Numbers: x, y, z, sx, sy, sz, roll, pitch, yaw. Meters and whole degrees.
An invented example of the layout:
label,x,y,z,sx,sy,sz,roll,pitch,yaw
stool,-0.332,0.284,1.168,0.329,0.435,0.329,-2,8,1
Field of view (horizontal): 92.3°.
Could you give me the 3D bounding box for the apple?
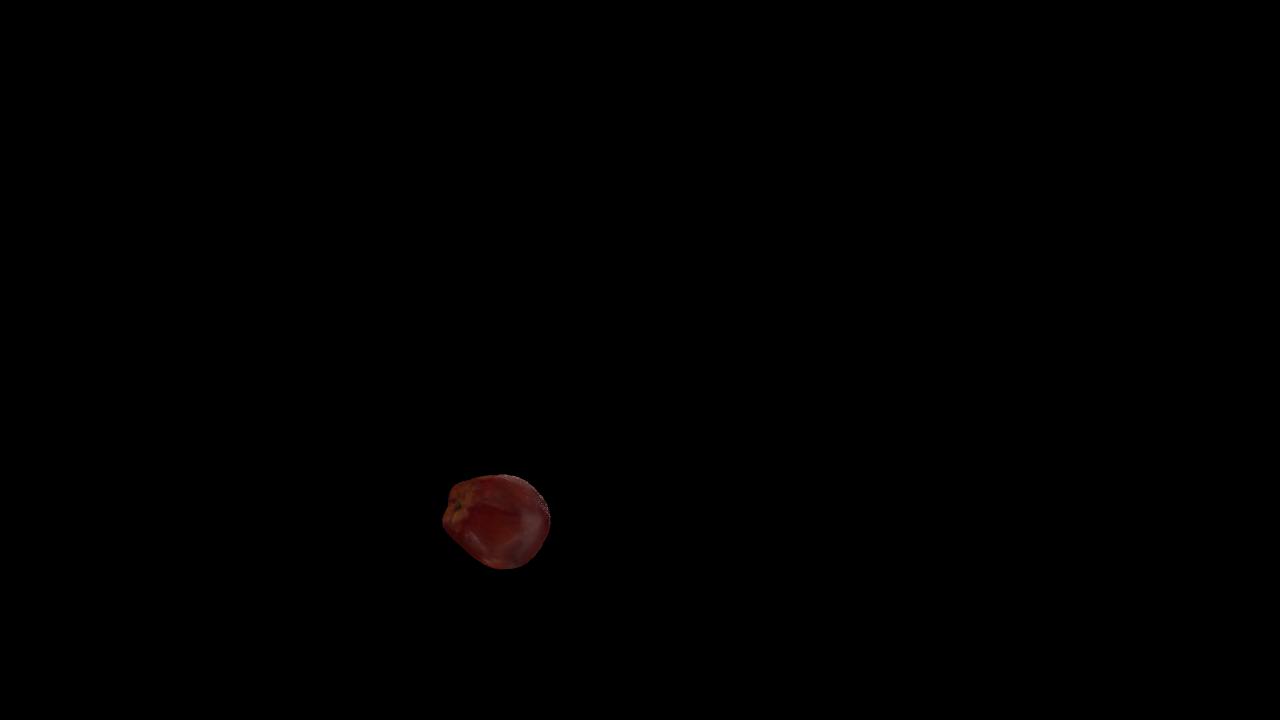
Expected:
label,x,y,z,sx,sy,sz,roll,pitch,yaw
apple,-0.122,0.139,0.530,0.079,0.079,0.093,0,-28,37
